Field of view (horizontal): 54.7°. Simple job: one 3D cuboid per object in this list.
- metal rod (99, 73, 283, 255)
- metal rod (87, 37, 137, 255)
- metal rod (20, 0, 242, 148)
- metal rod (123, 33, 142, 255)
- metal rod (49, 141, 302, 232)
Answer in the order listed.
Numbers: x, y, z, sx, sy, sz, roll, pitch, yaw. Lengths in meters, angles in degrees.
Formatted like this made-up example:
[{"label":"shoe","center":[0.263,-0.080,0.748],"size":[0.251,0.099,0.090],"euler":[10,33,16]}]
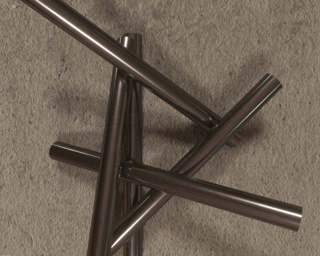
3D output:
[{"label":"metal rod","center":[0.032,0.049,0.379],"size":[0.025,0.025,0.300],"euler":[45,93,-1]},{"label":"metal rod","center":[-0.056,0.038,0.354],"size":[0.025,0.025,0.299],"euler":[6,78,-1]},{"label":"metal rod","center":[-0.018,-0.062,0.361],"size":[0.301,0.025,0.025],"euler":[33,90,-20]},{"label":"metal rod","center":[-0.036,0.027,0.409],"size":[0.025,0.025,0.298],"euler":[0,90,-1]},{"label":"metal rod","center":[0.000,0.060,0.358],"size":[0.301,0.025,0.025],"euler":[12,90,20]}]
